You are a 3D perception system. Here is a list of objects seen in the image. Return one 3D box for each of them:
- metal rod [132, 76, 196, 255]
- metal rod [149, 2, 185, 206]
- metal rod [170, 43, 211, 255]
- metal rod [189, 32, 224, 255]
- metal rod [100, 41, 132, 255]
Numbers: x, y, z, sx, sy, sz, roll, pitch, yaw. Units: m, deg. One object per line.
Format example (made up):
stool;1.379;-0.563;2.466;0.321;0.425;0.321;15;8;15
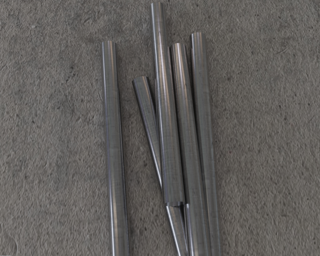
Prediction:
metal rod;0.010;0.071;0.382;0.025;0.025;0.299;-13;71;-5
metal rod;0.006;-0.050;0.410;0.025;0.025;0.299;-4;64;-1
metal rod;0.035;0.020;0.387;0.025;0.025;0.299;-3;65;-1
metal rod;0.058;0.007;0.405;0.025;0.025;0.299;-1;70;0
metal rod;-0.059;0.020;0.400;0.025;0.025;0.299;-6;70;-2
